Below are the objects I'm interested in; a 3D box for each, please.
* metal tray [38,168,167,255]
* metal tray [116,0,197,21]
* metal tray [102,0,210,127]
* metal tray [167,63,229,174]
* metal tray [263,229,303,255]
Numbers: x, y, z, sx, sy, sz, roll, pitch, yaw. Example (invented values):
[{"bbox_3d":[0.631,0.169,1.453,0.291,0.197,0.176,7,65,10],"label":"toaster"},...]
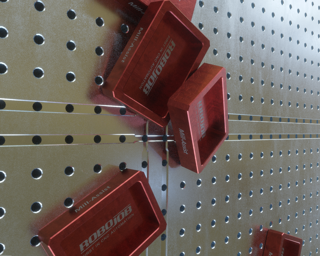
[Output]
[{"bbox_3d":[-0.059,0.118,0.358,0.131,0.030,0.090,-34,112,-35],"label":"metal tray"},{"bbox_3d":[-0.008,-0.187,0.400,0.131,0.030,0.090,24,75,-38],"label":"metal tray"},{"bbox_3d":[-0.001,-0.078,0.385,0.090,0.030,0.130,32,84,-37],"label":"metal tray"},{"bbox_3d":[0.057,-0.011,0.423,0.090,0.030,0.129,-47,142,-30],"label":"metal tray"},{"bbox_3d":[0.236,0.274,0.608,0.090,0.030,0.130,27,73,-37],"label":"metal tray"}]
